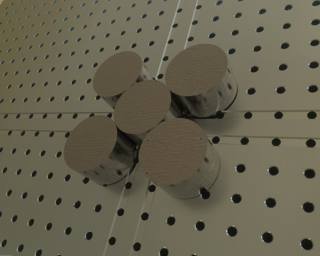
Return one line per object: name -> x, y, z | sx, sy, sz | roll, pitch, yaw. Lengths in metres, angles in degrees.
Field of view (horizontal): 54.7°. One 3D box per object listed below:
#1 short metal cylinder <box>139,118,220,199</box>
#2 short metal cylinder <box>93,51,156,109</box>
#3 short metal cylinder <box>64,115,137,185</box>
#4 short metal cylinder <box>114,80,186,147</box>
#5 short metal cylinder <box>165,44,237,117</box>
short metal cylinder -> 0.023, 0.035, 0.357 | 0.080, 0.050, 0.080 | -13, 56, 20
short metal cylinder -> -0.051, -0.066, 0.457 | 0.080, 0.050, 0.080 | -13, 56, 20
short metal cylinder -> -0.079, 0.030, 0.412 | 0.080, 0.050, 0.080 | -13, 56, 20
short metal cylinder -> -0.013, -0.016, 0.407 | 0.080, 0.050, 0.080 | -13, 56, 20
short metal cylinder -> 0.053, -0.061, 0.398 | 0.080, 0.050, 0.080 | -13, 56, 20
